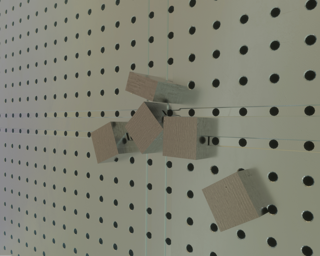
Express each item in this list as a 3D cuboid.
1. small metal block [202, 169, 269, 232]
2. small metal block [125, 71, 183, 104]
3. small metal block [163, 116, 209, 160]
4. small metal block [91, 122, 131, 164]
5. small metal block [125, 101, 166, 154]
[{"bbox_3d":[0.082,0.080,0.343,0.050,0.025,0.050,-36,68,34],"label":"small metal block"},{"bbox_3d":[-0.007,-0.052,0.400,0.050,0.050,0.025,25,106,37],"label":"small metal block"},{"bbox_3d":[0.031,0.011,0.384,0.050,0.025,0.050,3,92,40],"label":"small metal block"},{"bbox_3d":[-0.076,0.022,0.473,0.050,0.025,0.050,-26,74,37],"label":"small metal block"},{"bbox_3d":[-0.015,0.000,0.423,0.050,0.025,0.050,-50,61,28],"label":"small metal block"}]
